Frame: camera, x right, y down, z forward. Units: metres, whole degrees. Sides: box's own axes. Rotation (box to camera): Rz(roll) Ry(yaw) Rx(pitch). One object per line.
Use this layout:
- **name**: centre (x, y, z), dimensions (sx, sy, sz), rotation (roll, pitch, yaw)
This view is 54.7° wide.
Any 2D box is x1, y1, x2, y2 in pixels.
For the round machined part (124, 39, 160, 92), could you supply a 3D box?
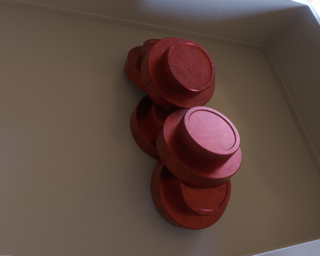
- **round machined part**: centre (0.003, -0.089, 0.434), dimensions (0.099, 0.042, 0.098), rotation (15, 40, -13)

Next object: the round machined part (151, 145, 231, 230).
- **round machined part**: centre (0.042, 0.066, 0.357), dimensions (0.099, 0.042, 0.098), rotation (8, 73, -26)

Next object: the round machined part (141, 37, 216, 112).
- **round machined part**: centre (0.029, -0.070, 0.385), dimensions (0.099, 0.042, 0.098), rotation (9, 70, -26)

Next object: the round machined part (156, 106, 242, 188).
- **round machined part**: centre (0.049, 0.014, 0.345), dimensions (0.099, 0.042, 0.098), rotation (15, 45, -16)

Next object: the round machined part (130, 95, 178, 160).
- **round machined part**: centre (0.014, -0.008, 0.405), dimensions (0.099, 0.042, 0.098), rotation (14, 55, -20)
